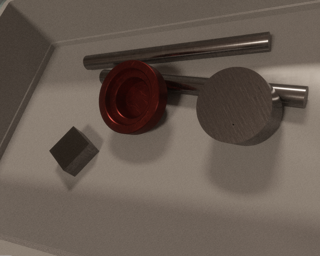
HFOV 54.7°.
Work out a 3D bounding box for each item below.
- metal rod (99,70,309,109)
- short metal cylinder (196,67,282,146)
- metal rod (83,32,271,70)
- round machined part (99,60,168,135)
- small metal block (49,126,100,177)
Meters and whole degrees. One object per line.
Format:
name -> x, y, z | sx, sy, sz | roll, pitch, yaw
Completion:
metal rod -> 0.036, -0.058, 0.421 | 0.300, 0.025, 0.025 | 11, 67, 32
short metal cylinder -> 0.087, -0.021, 0.339 | 0.080, 0.050, 0.080 | -4, 81, 31
metal rod -> 0.008, -0.112, 0.468 | 0.300, 0.025, 0.025 | 0, 62, 28
round machined part -> -0.032, -0.039, 0.420 | 0.098, 0.042, 0.097 | -4, 83, 31
small metal block -> -0.124, 0.033, 0.449 | 0.050, 0.025, 0.050 | -47, 52, -5
